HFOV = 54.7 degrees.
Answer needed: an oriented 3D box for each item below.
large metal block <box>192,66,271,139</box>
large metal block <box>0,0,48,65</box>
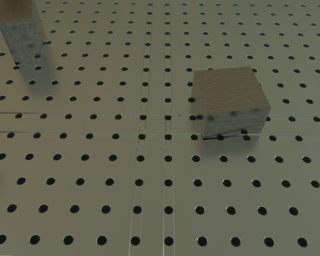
[{"bbox_3d":[0.092,-0.036,0.423,0.081,0.050,0.080,-6,50,-5],"label":"large metal block"},{"bbox_3d":[-0.223,-0.163,0.506,0.050,0.080,0.080,-12,51,-11],"label":"large metal block"}]
